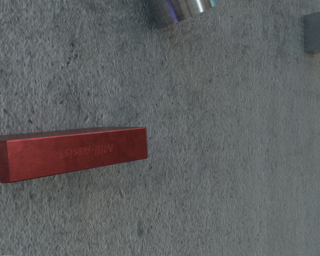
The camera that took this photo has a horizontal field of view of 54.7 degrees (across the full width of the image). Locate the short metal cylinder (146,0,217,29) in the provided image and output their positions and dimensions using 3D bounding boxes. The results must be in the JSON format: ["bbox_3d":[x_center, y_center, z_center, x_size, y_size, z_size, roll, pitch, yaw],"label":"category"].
[{"bbox_3d":[0.025,-0.164,0.389,0.080,0.080,0.050,-37,113,-34],"label":"short metal cylinder"}]

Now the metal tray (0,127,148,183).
[{"bbox_3d":[-0.088,0.019,0.288,0.131,0.090,0.030,-6,94,-40],"label":"metal tray"}]

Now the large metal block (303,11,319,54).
[{"bbox_3d":[0.364,-0.210,0.673,0.050,0.080,0.079,-3,92,-40],"label":"large metal block"}]
